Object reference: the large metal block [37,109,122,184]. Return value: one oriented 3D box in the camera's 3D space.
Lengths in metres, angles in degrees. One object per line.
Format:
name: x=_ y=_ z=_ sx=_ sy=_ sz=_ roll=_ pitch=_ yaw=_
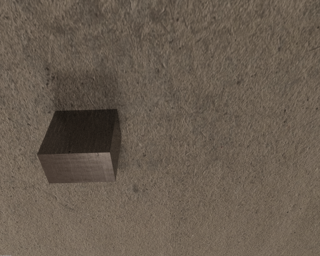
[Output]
large metal block: x=-0.095 y=0.021 z=0.388 sx=0.081 sy=0.080 sz=0.050 roll=-2 pitch=130 yaw=1
